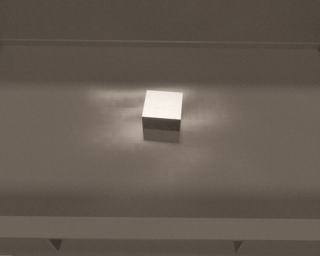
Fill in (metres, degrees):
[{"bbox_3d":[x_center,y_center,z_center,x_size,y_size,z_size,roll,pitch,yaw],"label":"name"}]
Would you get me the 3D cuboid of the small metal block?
[{"bbox_3d":[0.004,-0.024,0.425,0.050,0.025,0.050,5,50,3],"label":"small metal block"}]
